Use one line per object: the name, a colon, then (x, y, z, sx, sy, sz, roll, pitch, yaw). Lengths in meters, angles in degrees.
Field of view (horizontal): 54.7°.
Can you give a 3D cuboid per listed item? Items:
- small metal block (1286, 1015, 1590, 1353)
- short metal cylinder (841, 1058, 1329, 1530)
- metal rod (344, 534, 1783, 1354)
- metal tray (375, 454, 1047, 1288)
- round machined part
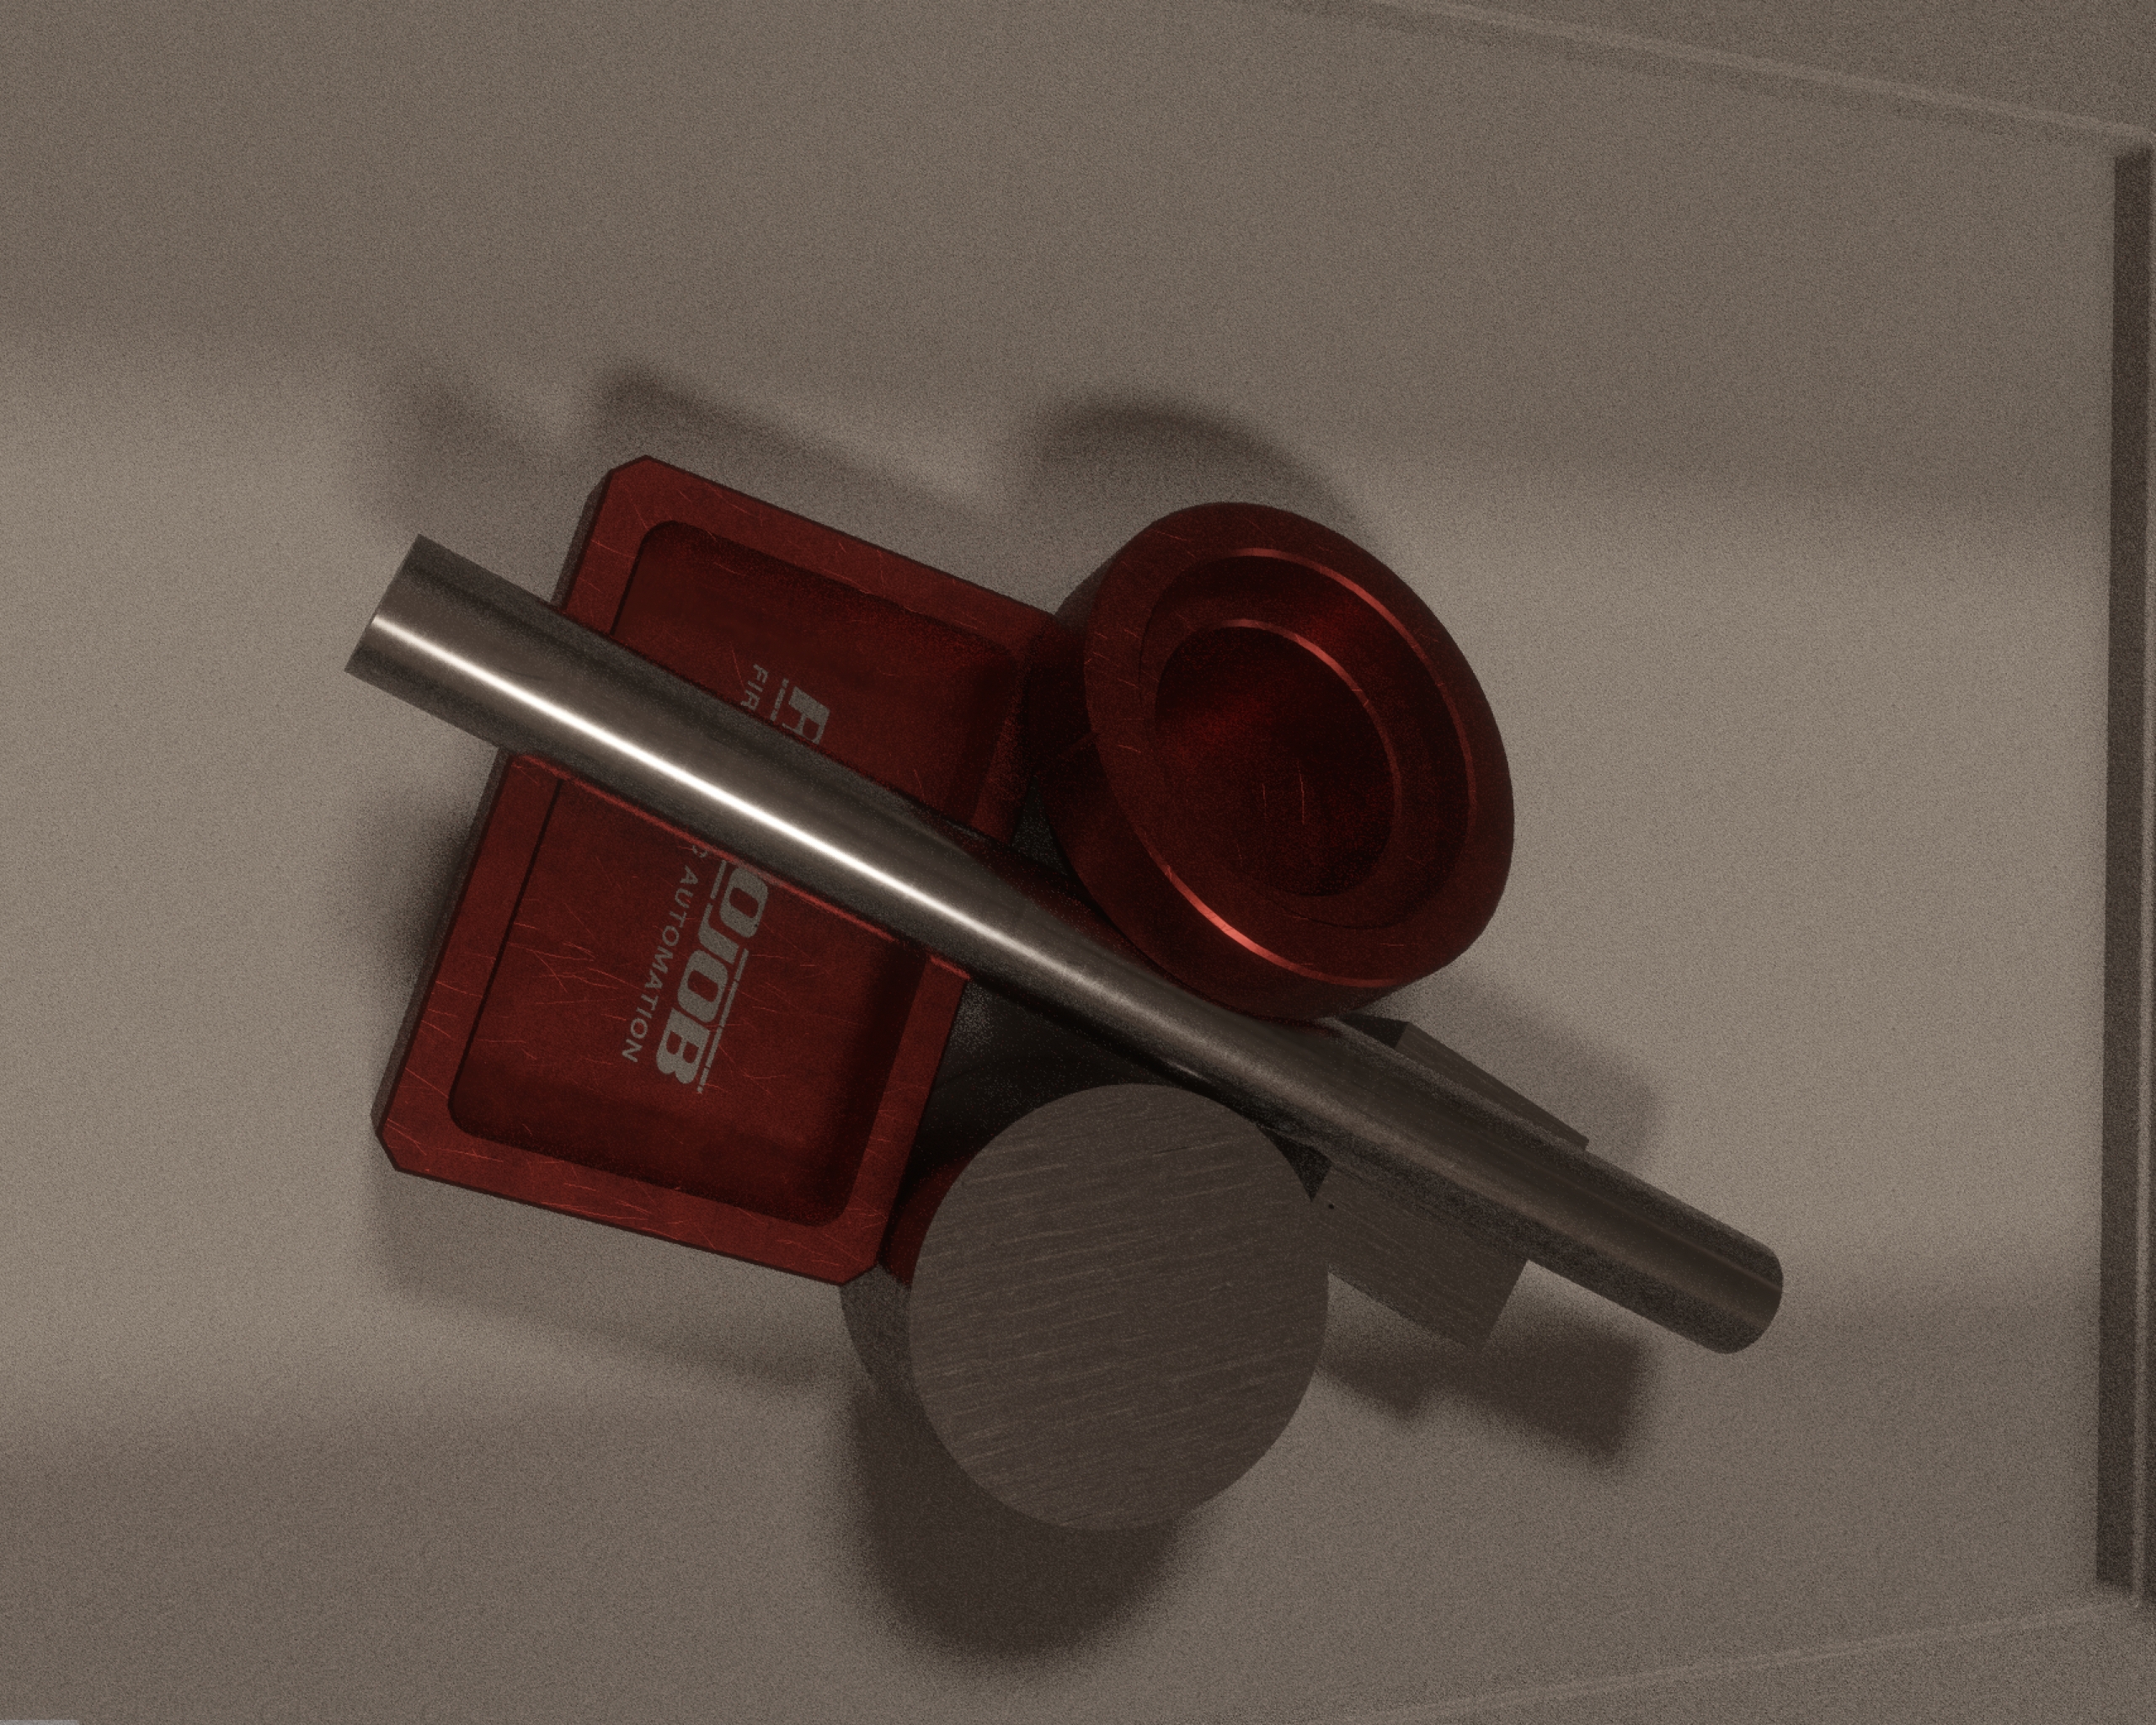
small metal block: (0.070, 0.066, 0.436, 0.050, 0.025, 0.050, 33, 79, -17)
short metal cylinder: (0.000, 0.079, 0.396, 0.081, 0.050, 0.079, 0, 90, -21)
metal rod: (0.014, 0.025, 0.384, 0.301, 0.025, 0.025, 28, 81, -21)
metal tray: (-0.064, 0.003, 0.382, 0.091, 0.030, 0.129, 20, 83, -19)
round machined part: (0.032, -0.016, 0.400, 0.099, 0.042, 0.098, 15, 61, -28)
